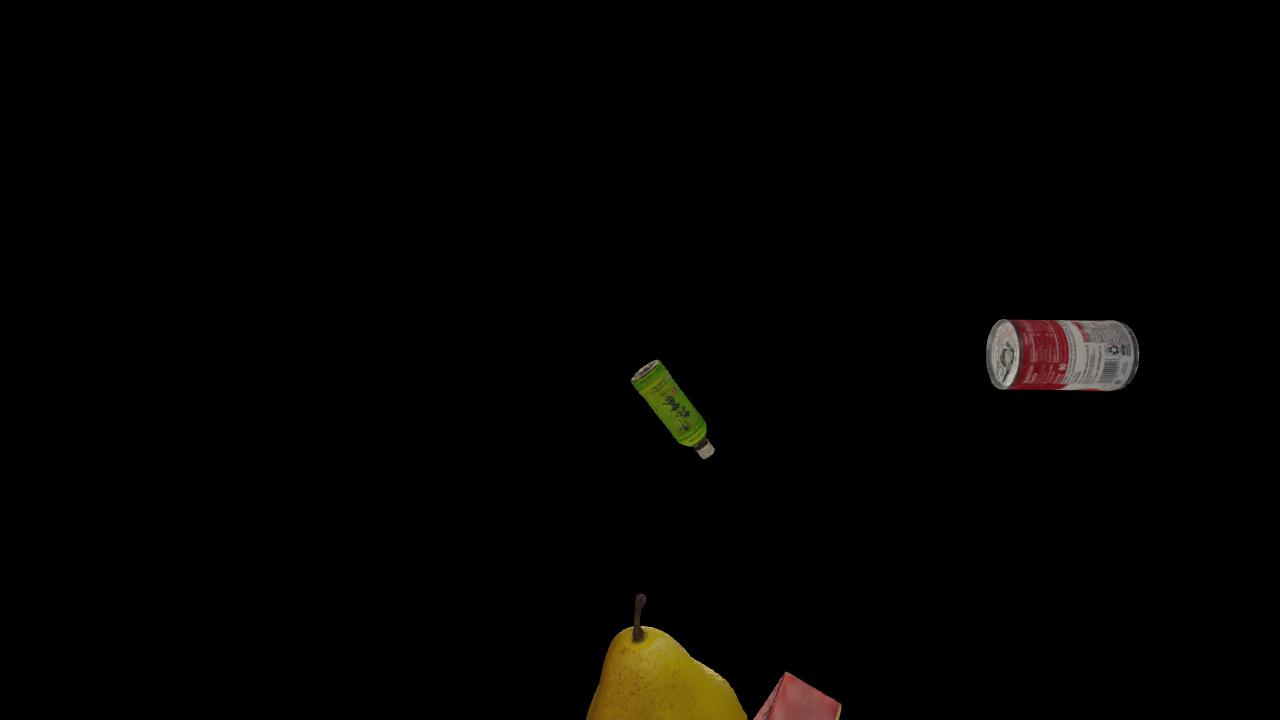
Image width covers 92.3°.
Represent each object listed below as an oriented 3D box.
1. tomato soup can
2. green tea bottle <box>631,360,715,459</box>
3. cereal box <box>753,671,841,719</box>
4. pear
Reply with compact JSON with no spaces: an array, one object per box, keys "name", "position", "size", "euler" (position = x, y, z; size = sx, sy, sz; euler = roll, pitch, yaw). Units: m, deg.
[{"name":"tomato soup can","position":[0.392,-0.005,0.577],"size":[0.101,0.068,0.068],"euler":[0,0,6]},{"name":"green tea bottle","position":[0.070,0.100,1.173],"size":[0.073,0.212,0.073],"euler":[-35,12,9]},{"name":"cereal box","position":[0.141,0.536,0.747],"size":[0.081,0.306,0.203],"euler":[24,48,19]},{"name":"pear","position":[0.004,0.160,0.283],"size":[0.080,0.111,0.080],"euler":[-20,22,8]}]
